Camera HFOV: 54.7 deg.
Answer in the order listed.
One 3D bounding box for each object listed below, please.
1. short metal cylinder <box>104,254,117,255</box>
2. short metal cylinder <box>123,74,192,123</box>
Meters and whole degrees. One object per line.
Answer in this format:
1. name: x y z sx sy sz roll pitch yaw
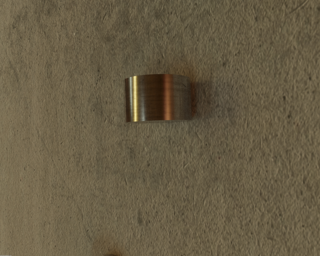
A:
1. short metal cylinder: -0.086 0.236 0.460 0.080 0.050 0.080 0 90 40
2. short metal cylinder: -0.003 -0.032 0.372 0.080 0.081 0.050 -3 88 40
